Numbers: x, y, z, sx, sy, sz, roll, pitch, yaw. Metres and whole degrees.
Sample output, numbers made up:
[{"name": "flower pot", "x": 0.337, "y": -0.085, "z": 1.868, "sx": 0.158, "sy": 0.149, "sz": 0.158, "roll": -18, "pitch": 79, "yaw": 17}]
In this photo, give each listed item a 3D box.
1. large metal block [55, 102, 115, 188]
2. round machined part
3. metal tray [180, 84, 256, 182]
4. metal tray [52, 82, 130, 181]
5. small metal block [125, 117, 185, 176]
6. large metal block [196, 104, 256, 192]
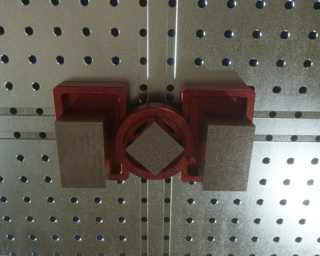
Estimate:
[{"name": "large metal block", "x": -0.086, "y": 0.017, "z": 0.375, "sx": 0.050, "sy": 0.080, "sz": 0.079, "roll": 1, "pitch": 110, "yaw": 0}, {"name": "round machined part", "x": -0.007, "y": 0.014, "z": 0.400, "sx": 0.099, "sy": 0.042, "sz": 0.097, "roll": 0, "pitch": 110, "yaw": 0}, {"name": "metal tray", "x": 0.072, "y": 0.008, "z": 0.413, "sx": 0.091, "sy": 0.030, "sz": 0.129, "roll": 0, "pitch": 110, "yaw": 0}, {"name": "metal tray", "x": -0.086, "y": 0.005, "z": 0.411, "sx": 0.091, "sy": 0.030, "sz": 0.129, "roll": 1, "pitch": 110, "yaw": -1}, {"name": "small metal block", "x": -0.006, "y": 0.021, "z": 0.378, "sx": 0.050, "sy": 0.025, "sz": 0.050, "roll": 43, "pitch": 104, "yaw": -14}, {"name": "large metal block", "x": 0.075, "y": 0.021, "z": 0.378, "sx": 0.050, "sy": 0.080, "sz": 0.079, "roll": 1, "pitch": 110, "yaw": -1}]
